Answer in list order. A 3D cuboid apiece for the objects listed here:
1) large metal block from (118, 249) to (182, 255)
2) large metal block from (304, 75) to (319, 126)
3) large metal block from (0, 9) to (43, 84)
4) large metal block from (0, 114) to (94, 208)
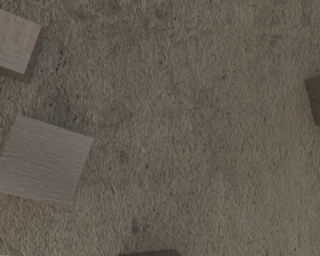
[{"bbox_3d":[-0.004,0.192,0.378,0.081,0.080,0.050,2,90,-20],"label":"large metal block"},{"bbox_3d":[0.285,-0.049,0.484,0.050,0.080,0.080,-19,97,-19],"label":"large metal block"},{"bbox_3d":[-0.170,-0.087,0.317,0.081,0.080,0.050,19,84,-19],"label":"large metal block"},{"bbox_3d":[-0.130,0.036,0.348,0.080,0.050,0.080,20,83,-19],"label":"large metal block"}]
